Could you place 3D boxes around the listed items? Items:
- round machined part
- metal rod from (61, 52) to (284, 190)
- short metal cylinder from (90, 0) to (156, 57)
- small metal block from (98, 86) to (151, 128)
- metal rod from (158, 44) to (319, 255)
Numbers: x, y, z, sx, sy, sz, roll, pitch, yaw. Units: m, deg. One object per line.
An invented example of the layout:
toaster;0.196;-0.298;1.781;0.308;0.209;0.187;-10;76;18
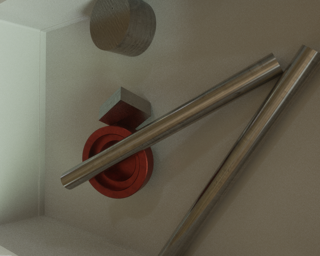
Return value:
round machined part;-0.053;0.044;0.426;0.098;0.042;0.097;2;96;22
metal rod;-0.003;0.004;0.365;0.300;0.025;0.025;-29;71;22
short metal cylinder;-0.052;-0.144;0.431;0.080;0.050;0.079;0;90;39
small metal block;-0.048;-0.023;0.424;0.050;0.050;0.025;-38;40;33
metal rod;0.076;0.049;0.342;0.025;0.025;0.298;43;116;31
